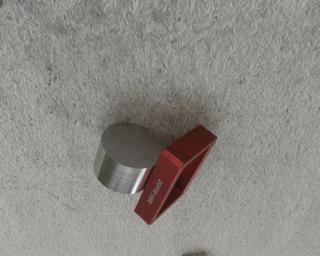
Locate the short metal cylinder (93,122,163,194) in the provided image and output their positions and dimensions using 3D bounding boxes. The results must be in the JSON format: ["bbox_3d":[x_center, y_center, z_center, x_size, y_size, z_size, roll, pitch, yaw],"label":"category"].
[{"bbox_3d":[-0.041,0.038,0.403,0.081,0.080,0.050,14,129,-12],"label":"short metal cylinder"}]

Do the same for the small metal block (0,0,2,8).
[{"bbox_3d":[-0.176,-0.140,0.286,0.050,0.025,0.050,16,128,-14],"label":"small metal block"}]

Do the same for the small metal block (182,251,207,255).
[{"bbox_3d":[0.078,0.288,0.653,0.050,0.025,0.050,-13,129,10],"label":"small metal block"}]

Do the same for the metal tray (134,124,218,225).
[{"bbox_3d":[0.020,0.064,0.420,0.030,0.091,0.129,39,130,19],"label":"metal tray"}]
